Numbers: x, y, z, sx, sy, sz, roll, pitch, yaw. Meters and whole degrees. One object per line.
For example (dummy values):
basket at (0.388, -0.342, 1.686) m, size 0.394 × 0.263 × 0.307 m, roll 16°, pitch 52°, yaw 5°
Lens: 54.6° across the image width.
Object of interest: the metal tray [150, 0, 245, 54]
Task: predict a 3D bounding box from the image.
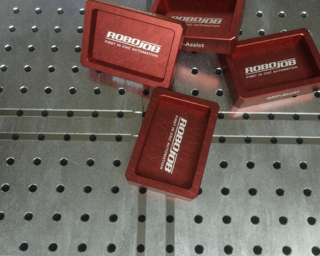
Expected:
metal tray at (0.050, -0.155, 0.446) m, size 0.130 × 0.030 × 0.090 m, roll 9°, pitch 66°, yaw 18°

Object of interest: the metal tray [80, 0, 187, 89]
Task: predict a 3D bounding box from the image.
metal tray at (-0.038, -0.113, 0.420) m, size 0.130 × 0.089 × 0.030 m, roll 17°, pitch 28°, yaw 6°

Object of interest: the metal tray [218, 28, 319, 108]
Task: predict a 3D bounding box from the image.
metal tray at (0.159, -0.086, 0.441) m, size 0.131 × 0.030 × 0.090 m, roll -12°, pitch 71°, yaw -5°

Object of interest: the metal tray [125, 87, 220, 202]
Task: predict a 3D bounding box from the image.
metal tray at (0.018, 0.019, 0.402) m, size 0.090 × 0.030 × 0.130 m, roll 15°, pitch 71°, yaw 5°
